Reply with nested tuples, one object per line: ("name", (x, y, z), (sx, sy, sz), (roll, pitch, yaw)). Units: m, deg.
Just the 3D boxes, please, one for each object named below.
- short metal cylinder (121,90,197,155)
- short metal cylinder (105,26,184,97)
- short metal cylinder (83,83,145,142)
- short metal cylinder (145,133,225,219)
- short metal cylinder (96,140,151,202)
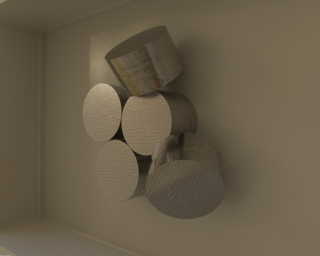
("short metal cylinder", (-0.002, -0.007, 0.388), (0.080, 0.050, 0.079), (0, 90, 39))
("short metal cylinder", (-0.018, -0.081, 0.373), (0.080, 0.080, 0.050), (-4, 126, 39))
("short metal cylinder", (-0.064, -0.021, 0.438), (0.080, 0.050, 0.079), (0, 90, 39))
("short metal cylinder", (0.027, 0.052, 0.338), (0.080, 0.050, 0.079), (2, 121, 4))
("short metal cylinder", (-0.041, 0.055, 0.419), (0.080, 0.050, 0.079), (0, 90, 39))
